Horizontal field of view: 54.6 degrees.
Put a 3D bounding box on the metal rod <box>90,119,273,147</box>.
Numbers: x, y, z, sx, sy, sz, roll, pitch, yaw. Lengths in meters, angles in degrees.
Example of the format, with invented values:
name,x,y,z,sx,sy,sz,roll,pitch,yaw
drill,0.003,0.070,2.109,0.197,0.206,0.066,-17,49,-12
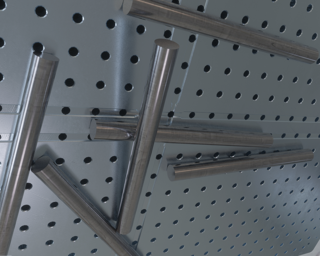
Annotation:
name,x,y,z,sx,sy,sz,roll,pitch,yaw
metal rod,0.050,0.011,0.444,0.302,0.025,0.025,4,116,-30

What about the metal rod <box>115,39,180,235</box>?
name,x,y,z,sx,sy,sz,roll,pitch,yaw
metal rod,-0.024,0.035,0.389,0.025,0.025,0.298,-5,130,-26

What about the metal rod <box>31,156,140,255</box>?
name,x,y,z,sx,sy,sz,roll,pitch,yaw
metal rod,-0.085,0.146,0.454,0.025,0.025,0.299,-33,129,-7

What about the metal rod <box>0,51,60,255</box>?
name,x,y,z,sx,sy,sz,roll,pitch,yaw
metal rod,-0.166,0.059,0.356,0.025,0.025,0.298,9,114,-32

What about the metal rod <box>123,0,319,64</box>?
name,x,y,z,sx,sy,sz,roll,pitch,yaw
metal rod,0.097,-0.118,0.390,0.302,0.025,0.025,4,116,-30

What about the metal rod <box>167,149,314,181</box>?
name,x,y,z,sx,sy,sz,roll,pitch,yaw
metal rod,0.151,0.059,0.529,0.302,0.025,0.025,-3,120,-27
